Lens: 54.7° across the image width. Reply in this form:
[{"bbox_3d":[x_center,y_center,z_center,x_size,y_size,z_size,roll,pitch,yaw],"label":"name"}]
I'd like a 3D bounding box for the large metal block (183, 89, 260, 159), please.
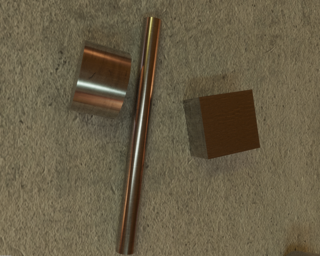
[{"bbox_3d":[0.084,-0.006,0.427,0.081,0.050,0.080,-10,94,-20],"label":"large metal block"}]

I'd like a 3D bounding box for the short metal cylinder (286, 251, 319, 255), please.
[{"bbox_3d":[0.228,0.230,0.464,0.050,0.080,0.080,15,85,-20],"label":"short metal cylinder"}]

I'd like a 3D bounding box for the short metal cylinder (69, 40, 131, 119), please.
[{"bbox_3d":[-0.070,-0.054,0.354,0.050,0.080,0.080,12,86,-20],"label":"short metal cylinder"}]

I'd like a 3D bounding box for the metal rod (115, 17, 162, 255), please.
[{"bbox_3d":[-0.027,0.008,0.399,0.025,0.025,0.298,8,87,-20],"label":"metal rod"}]
